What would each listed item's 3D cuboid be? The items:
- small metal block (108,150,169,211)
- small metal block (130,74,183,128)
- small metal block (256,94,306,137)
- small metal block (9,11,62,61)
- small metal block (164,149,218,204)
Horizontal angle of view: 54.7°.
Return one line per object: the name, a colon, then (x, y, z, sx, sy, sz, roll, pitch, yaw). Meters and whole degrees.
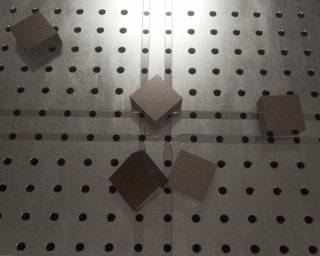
small metal block: (-0.026, 0.063, 0.375, 0.050, 0.025, 0.050, 49, 114, 15)
small metal block: (-0.005, -0.037, 0.425, 0.050, 0.025, 0.050, -41, 76, -14)
small metal block: (0.163, -0.017, 0.420, 0.050, 0.025, 0.050, -2, 70, -1)
small metal block: (-0.184, -0.137, 0.460, 0.050, 0.025, 0.050, -38, 75, -13)
small metal block: (0.038, 0.062, 0.390, 0.050, 0.025, 0.050, 23, 71, 8)
